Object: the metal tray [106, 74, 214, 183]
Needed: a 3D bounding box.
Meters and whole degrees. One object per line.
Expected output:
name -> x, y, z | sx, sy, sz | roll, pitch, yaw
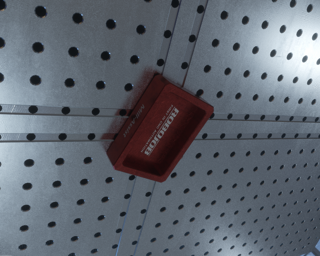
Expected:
metal tray -> 0.001, 0.005, 0.411 | 0.090, 0.030, 0.129 | 24, 106, -37
